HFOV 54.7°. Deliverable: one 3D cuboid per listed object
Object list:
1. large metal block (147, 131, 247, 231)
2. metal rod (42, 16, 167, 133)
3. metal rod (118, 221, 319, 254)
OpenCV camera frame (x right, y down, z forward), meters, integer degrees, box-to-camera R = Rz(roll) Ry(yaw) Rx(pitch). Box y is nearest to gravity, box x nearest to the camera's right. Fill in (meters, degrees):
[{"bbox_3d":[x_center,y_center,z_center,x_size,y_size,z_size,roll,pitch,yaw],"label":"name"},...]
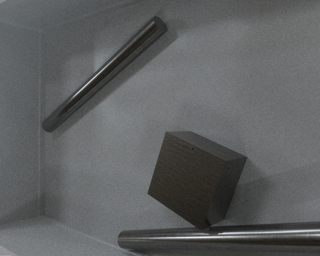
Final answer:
[{"bbox_3d":[0.041,0.055,0.355,0.080,0.050,0.079,26,106,36],"label":"large metal block"},{"bbox_3d":[-0.103,-0.069,0.488,0.299,0.025,0.025,-33,70,35],"label":"metal rod"},{"bbox_3d":[0.049,0.122,0.342,0.299,0.025,0.025,-21,77,44],"label":"metal rod"}]
